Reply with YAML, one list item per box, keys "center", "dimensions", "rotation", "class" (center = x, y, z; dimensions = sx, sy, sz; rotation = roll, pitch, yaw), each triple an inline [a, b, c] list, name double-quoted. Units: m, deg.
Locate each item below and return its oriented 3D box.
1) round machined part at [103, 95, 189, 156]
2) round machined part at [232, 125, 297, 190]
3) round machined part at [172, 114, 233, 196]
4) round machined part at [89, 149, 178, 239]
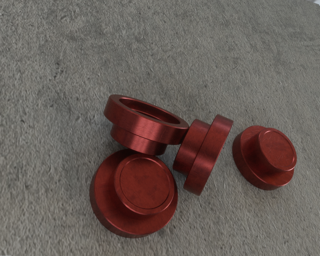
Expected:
- center: [-0.019, -0.001, 0.362]
  dimensions: [0.098, 0.042, 0.098]
  rotation: [21, 12, -4]
  class: "round machined part"
- center: [0.160, 0.038, 0.455]
  dimensions: [0.099, 0.042, 0.098]
  rotation: [14, 56, -21]
  class: "round machined part"
- center: [0.048, 0.028, 0.370]
  dimensions: [0.042, 0.097, 0.098]
  rotation: [25, 50, 11]
  class: "round machined part"
- center: [-0.023, 0.067, 0.340]
  dimensions: [0.099, 0.042, 0.098]
  rotation: [14, 56, -21]
  class: "round machined part"
